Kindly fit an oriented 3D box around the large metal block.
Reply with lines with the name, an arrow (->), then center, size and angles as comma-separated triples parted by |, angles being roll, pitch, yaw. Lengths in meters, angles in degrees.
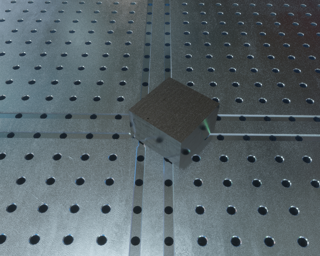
large metal block -> 0.018, -0.010, 0.400 | 0.080, 0.050, 0.080 | 32, 57, 24
